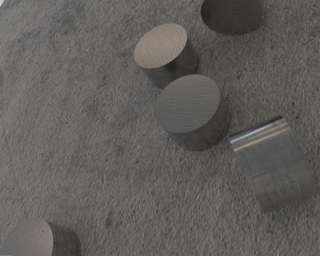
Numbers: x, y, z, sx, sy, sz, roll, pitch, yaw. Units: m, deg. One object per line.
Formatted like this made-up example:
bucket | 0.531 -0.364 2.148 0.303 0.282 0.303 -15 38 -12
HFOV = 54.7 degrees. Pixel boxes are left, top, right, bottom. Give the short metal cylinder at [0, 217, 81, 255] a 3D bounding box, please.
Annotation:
short metal cylinder | -0.143 0.153 0.369 0.080 0.050 0.080 -13 56 21

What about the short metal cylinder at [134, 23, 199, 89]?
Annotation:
short metal cylinder | 0.010 -0.102 0.446 0.080 0.050 0.080 -13 56 21

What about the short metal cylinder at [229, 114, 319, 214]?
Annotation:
short metal cylinder | 0.105 0.034 0.293 0.050 0.080 0.080 -25 53 13

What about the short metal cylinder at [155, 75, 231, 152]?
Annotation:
short metal cylinder | 0.041 -0.018 0.378 0.080 0.050 0.080 -13 56 21

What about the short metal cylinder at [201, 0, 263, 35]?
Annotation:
short metal cylinder | 0.100 -0.174 0.423 0.080 0.080 0.050 0 62 28
